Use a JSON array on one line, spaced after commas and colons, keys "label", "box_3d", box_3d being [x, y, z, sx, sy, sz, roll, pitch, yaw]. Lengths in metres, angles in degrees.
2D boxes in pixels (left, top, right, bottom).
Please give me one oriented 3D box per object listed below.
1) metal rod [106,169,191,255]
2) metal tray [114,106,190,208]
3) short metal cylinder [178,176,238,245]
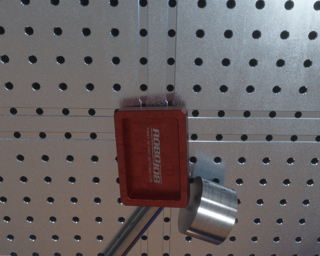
[{"label": "metal rod", "box_3d": [-0.051, 0.175, 0.477, 0.025, 0.025, 0.299, 32, 107, -11]}, {"label": "metal tray", "box_3d": [-0.008, 0.038, 0.407, 0.090, 0.030, 0.129, 0, 103, 10]}, {"label": "short metal cylinder", "box_3d": [0.064, 0.113, 0.426, 0.050, 0.080, 0.079, 21, 109, -8]}]
